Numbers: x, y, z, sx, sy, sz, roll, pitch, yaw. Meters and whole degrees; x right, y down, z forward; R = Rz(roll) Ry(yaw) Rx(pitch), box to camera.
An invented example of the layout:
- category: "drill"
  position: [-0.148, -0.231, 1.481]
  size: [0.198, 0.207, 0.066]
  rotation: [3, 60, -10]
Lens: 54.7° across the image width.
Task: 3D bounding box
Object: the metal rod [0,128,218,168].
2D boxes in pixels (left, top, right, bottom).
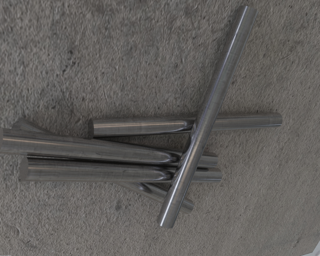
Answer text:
- category: "metal rod"
  position: [-0.036, 0.031, 0.387]
  size: [0.302, 0.025, 0.025]
  rotation: [9, 114, -39]

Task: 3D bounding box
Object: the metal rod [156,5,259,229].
- category: "metal rod"
  position: [0.058, -0.006, 0.402]
  size: [0.025, 0.025, 0.298]
  rotation: [14, 102, -34]

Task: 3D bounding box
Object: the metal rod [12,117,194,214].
- category: "metal rod"
  position: [-0.052, 0.065, 0.417]
  size: [0.301, 0.025, 0.025]
  rotation: [33, 100, -39]

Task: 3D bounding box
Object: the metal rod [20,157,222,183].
- category: "metal rod"
  position: [-0.022, 0.059, 0.407]
  size: [0.302, 0.025, 0.025]
  rotation: [9, 114, -40]

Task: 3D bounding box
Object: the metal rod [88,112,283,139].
- category: "metal rod"
  position: [0.054, -0.006, 0.431]
  size: [0.303, 0.025, 0.025]
  rotation: [-3, 120, -27]
